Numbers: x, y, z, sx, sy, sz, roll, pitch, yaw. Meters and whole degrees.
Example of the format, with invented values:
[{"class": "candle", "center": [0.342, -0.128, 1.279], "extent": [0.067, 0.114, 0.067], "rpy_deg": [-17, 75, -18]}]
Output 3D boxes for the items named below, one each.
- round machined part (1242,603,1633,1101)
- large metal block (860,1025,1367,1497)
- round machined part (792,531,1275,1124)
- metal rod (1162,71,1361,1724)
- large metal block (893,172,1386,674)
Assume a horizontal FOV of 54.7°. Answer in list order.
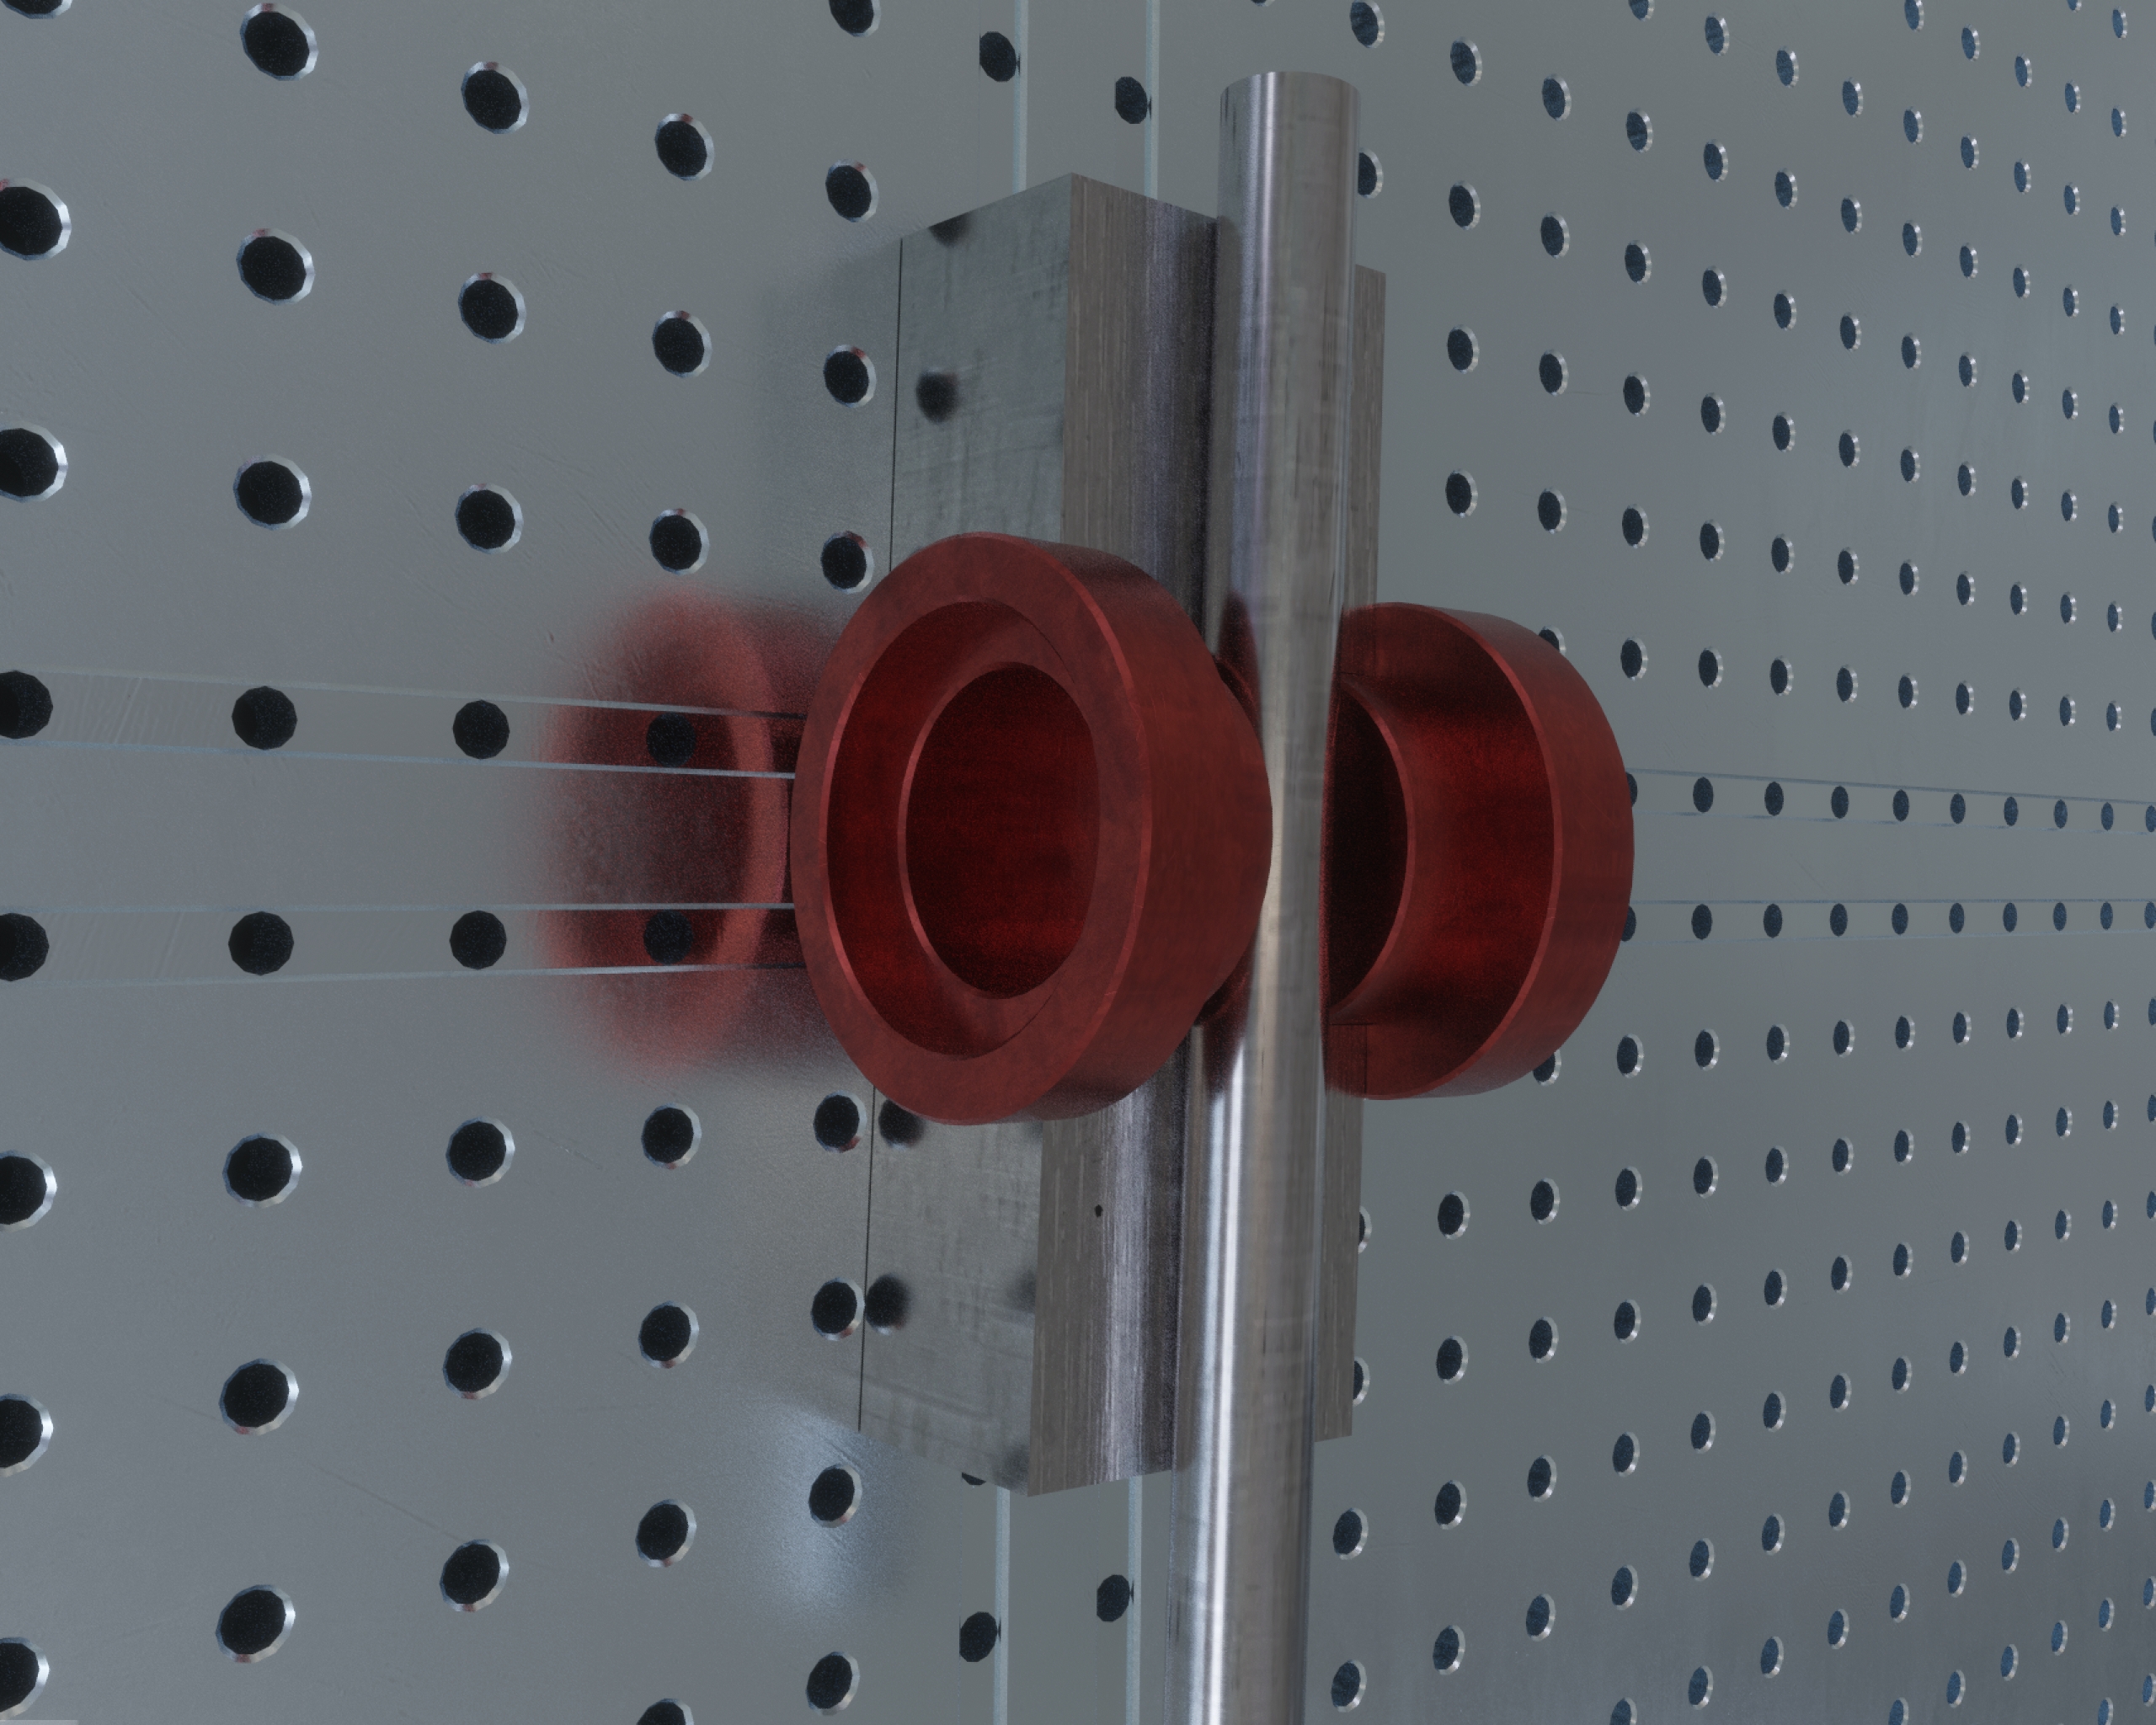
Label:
[{"class": "round machined part", "center": [0.057, -0.002, 0.409], "extent": [0.042, 0.098, 0.097], "rpy_deg": [2, 89, -35]}, {"class": "large metal block", "center": [0.008, 0.069, 0.399], "extent": [0.081, 0.050, 0.080], "rpy_deg": [4, 88, -40]}, {"class": "round machined part", "center": [-0.005, -0.005, 0.356], "extent": [0.042, 0.098, 0.097], "rpy_deg": [3, 89, -40]}, {"class": "metal rod", "center": [0.033, 0.012, 0.371], "extent": [0.025, 0.025, 0.298], "rpy_deg": [3, 88, -40]}, {"class": "large metal block", "center": [0.012, -0.078, 0.403], "extent": [0.081, 0.050, 0.080], "rpy_deg": [3, 88, -40]}]
